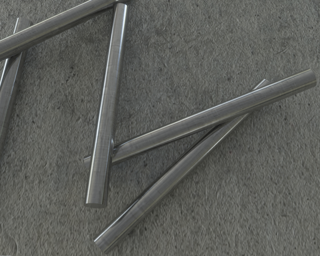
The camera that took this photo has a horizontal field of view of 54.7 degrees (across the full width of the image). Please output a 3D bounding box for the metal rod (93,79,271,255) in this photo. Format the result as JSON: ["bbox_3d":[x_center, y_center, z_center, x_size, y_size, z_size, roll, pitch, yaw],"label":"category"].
[{"bbox_3d":[0.040,0.039,0.393,0.301,0.025,0.025,-42,75,-14],"label":"metal rod"}]

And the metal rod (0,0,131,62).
[{"bbox_3d":[-0.163,-0.137,0.436,0.302,0.025,0.025,-34,74,-20],"label":"metal rod"}]

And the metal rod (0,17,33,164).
[{"bbox_3d":[-0.212,-0.017,0.412,0.025,0.025,0.299,3,70,1],"label":"metal rod"}]

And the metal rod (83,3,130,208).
[{"bbox_3d":[-0.065,-0.048,0.405,0.025,0.025,0.299,2,63,1],"label":"metal rod"}]

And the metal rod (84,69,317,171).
[{"bbox_3d":[0.050,-0.008,0.390,0.301,0.025,0.025,-21,72,0],"label":"metal rod"}]
